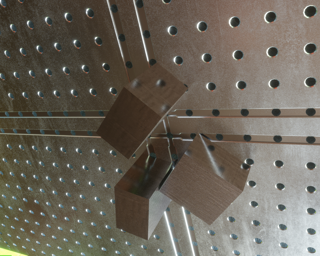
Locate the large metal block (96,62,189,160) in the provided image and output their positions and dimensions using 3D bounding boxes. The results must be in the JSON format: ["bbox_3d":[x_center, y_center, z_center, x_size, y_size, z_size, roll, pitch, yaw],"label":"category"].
[{"bbox_3d":[-0.020,-0.021,0.372,0.050,0.080,0.080,40,129,1],"label":"large metal block"}]

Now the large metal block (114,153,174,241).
[{"bbox_3d":[-0.021,0.097,0.445,0.050,0.080,0.079,16,125,19],"label":"large metal block"}]

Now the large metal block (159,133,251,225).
[{"bbox_3d":[0.058,0.067,0.405,0.080,0.050,0.079,33,129,6],"label":"large metal block"}]
